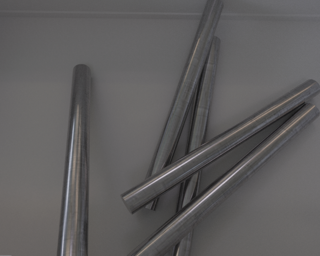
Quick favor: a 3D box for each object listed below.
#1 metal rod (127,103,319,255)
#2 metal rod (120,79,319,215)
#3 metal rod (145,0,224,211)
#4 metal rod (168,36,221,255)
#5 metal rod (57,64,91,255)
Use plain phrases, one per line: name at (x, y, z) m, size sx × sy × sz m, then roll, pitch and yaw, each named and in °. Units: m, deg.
metal rod at (0.089, 0.059, 0.369) m, size 0.302 × 0.025 × 0.025 m, roll -36°, pitch 74°, yaw -19°
metal rod at (0.088, 0.014, 0.384) m, size 0.302 × 0.025 × 0.025 m, roll -29°, pitch 73°, yaw -18°
metal rod at (0.031, -0.041, 0.410) m, size 0.025 × 0.025 × 0.299 m, roll 18°, pitch 76°, yaw 6°
metal rod at (0.049, 0.010, 0.406) m, size 0.025 × 0.025 × 0.299 m, roll 10°, pitch 70°, yaw 3°
metal rod at (-0.089, 0.024, 0.335) m, size 0.025 × 0.025 × 0.300 m, roll -9°, pitch 45°, yaw -3°
